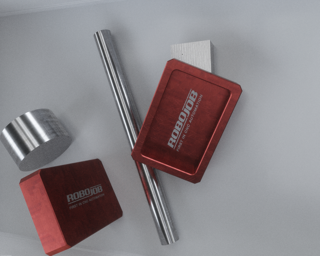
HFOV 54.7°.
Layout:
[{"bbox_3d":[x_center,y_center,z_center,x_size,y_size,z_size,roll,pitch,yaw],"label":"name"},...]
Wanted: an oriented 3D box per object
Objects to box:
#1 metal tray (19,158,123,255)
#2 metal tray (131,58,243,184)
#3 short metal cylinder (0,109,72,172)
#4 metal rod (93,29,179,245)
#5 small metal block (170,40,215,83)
[{"bbox_3d":[-0.104,0.091,0.390,0.030,0.130,0.090,-27,81,18],"label":"metal tray"},{"bbox_3d":[0.030,-0.008,0.374,0.090,0.030,0.129,22,105,-1],"label":"metal tray"},{"bbox_3d":[-0.175,0.017,0.441,0.080,0.080,0.050,-42,77,15],"label":"short metal cylinder"},{"bbox_3d":[-0.034,0.008,0.421,0.025,0.025,0.299,-21,83,18],"label":"metal rod"},{"bbox_3d":[0.042,-0.081,0.395,0.050,0.025,0.050,-2,89,19],"label":"small metal block"}]
